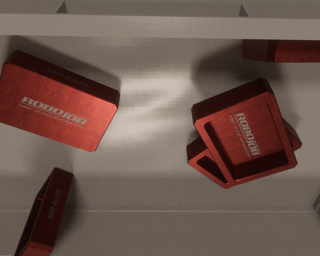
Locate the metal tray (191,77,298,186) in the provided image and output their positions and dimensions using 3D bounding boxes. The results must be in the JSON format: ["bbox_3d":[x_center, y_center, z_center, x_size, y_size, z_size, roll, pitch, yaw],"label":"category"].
[{"bbox_3d":[0.105,0.011,0.376,0.090,0.030,0.130,-22,127,17],"label":"metal tray"}]

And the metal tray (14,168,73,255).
[{"bbox_3d":[-0.170,0.133,0.451,0.030,0.130,0.090,27,125,-21],"label":"metal tray"}]

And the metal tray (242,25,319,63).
[{"bbox_3d":[0.155,-0.081,0.297,0.131,0.090,0.030,0,105,-1],"label":"metal tray"}]

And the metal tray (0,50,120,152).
[{"bbox_3d":[-0.126,-0.028,0.380,0.131,0.030,0.089,21,127,-18],"label":"metal tray"}]

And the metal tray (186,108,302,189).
[{"bbox_3d":[0.113,0.026,0.429,0.090,0.030,0.130,37,121,-27],"label":"metal tray"}]
